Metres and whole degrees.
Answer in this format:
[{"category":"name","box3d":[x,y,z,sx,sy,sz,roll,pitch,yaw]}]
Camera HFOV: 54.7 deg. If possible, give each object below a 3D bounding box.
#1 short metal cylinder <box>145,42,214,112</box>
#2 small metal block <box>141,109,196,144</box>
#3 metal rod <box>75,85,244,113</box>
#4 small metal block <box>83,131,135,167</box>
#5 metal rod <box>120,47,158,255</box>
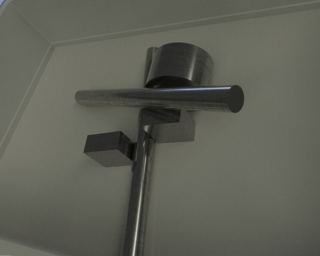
[{"category":"short metal cylinder","box3d":[0.026,-0.062,0.394,0.080,0.080,0.050,-1,61,27]},{"category":"small metal block","box3d":[0.011,-0.004,0.385,0.050,0.050,0.025,-6,60,25]},{"category":"metal rod","box3d":[-0.030,-0.038,0.388,0.300,0.025,0.025,7,64,49]},{"category":"small metal block","box3d":[-0.062,0.029,0.403,0.050,0.050,0.025,-7,59,24]},{"category":"metal rod","box3d":[-0.020,0.013,0.406,0.025,0.025,0.299,-9,58,23]}]
